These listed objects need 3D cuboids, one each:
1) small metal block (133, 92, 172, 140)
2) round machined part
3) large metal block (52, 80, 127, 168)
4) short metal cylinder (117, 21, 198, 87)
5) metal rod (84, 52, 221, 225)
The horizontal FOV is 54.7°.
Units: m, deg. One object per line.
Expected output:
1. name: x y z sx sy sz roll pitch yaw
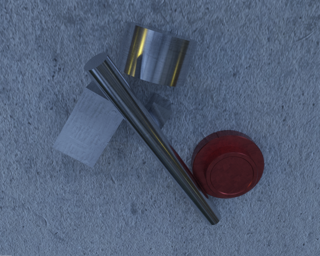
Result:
1. small metal block: -0.009 -0.013 0.392 0.025 0.050 0.050 30 107 -11
2. round machined part: 0.094 0.055 0.423 0.099 0.042 0.097 0 110 -1
3. large metal block: -0.077 -0.012 0.375 0.050 0.080 0.080 30 107 -11
4. short metal cylinder: -0.004 -0.084 0.350 0.081 0.080 0.050 15 109 -6
5. metal rod: 0.011 0.037 0.370 0.025 0.025 0.300 -28 128 9
